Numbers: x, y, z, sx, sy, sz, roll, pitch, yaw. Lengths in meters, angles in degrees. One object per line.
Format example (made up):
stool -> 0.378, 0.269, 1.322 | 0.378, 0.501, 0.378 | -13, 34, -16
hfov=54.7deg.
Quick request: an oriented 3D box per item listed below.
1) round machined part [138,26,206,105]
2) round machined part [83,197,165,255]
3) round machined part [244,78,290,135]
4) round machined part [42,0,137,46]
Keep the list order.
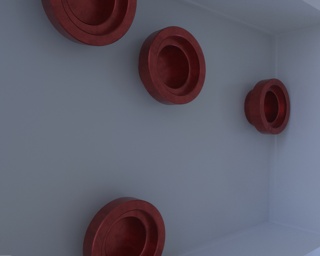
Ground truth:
round machined part -> 0.011, -0.079, 0.405 | 0.099, 0.042, 0.097 | 0, 90, -40
round machined part -> -0.044, 0.129, 0.359 | 0.099, 0.042, 0.097 | 0, 90, -40
round machined part -> 0.188, -0.037, 0.552 | 0.099, 0.042, 0.097 | 0, 90, -40
round machined part -> -0.076, -0.136, 0.322 | 0.099, 0.042, 0.097 | -15, 113, -38
